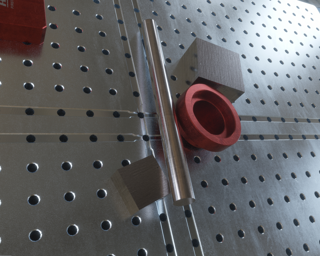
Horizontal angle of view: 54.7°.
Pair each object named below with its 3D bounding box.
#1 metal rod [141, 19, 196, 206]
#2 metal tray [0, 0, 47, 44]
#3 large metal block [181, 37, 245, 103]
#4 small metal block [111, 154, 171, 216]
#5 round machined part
[{"bbox_3d":[0.004,-0.043,0.421,0.025,0.025,0.299,7,53,-25],"label":"metal rod"},{"bbox_3d":[-0.201,-0.174,0.403,0.091,0.030,0.130,0,62,-29],"label":"metal tray"},{"bbox_3d":[0.081,-0.085,0.490,0.081,0.050,0.080,15,56,-20],"label":"large metal block"},{"bbox_3d":[-0.021,0.065,0.359,0.050,0.025,0.050,-21,73,-36],"label":"small metal block"},{"bbox_3d":[0.062,-0.010,0.434,0.099,0.042,0.098,19,51,-26],"label":"round machined part"}]
